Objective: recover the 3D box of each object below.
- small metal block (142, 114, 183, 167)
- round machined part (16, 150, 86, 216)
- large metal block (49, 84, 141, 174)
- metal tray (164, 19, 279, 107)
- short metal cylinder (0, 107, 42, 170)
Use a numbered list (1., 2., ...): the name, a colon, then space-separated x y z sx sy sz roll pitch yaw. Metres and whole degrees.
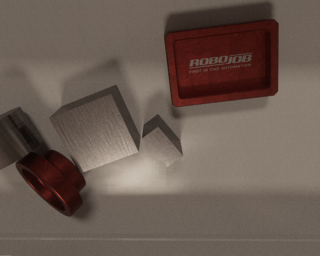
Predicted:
1. small metal block: 0.003 0.015 0.404 0.025 0.050 0.050 -37 106 12
2. round machined part: -0.137 0.067 0.407 0.098 0.042 0.097 28 145 22
3. large metal block: -0.079 0.000 0.397 0.080 0.050 0.080 -21 109 7
4. metal tray: 0.075 -0.079 0.380 0.131 0.030 0.089 -7 110 2
5. short metal cylinder: -0.197 0.015 0.385 0.080 0.080 0.050 -24 109 8
